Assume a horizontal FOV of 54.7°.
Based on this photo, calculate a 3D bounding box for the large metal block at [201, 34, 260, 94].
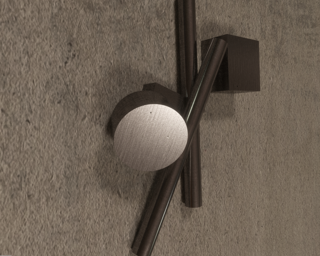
[{"bbox_3d":[0.111,-0.096,0.484,0.081,0.050,0.079,-4,93,-40],"label":"large metal block"}]

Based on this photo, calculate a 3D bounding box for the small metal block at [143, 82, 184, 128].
[{"bbox_3d":[0.000,-0.026,0.407,0.050,0.025,0.050,21,77,-38],"label":"small metal block"}]

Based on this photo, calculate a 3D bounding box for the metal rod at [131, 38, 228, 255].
[{"bbox_3d":[0.029,0.020,0.409,0.025,0.025,0.299,27,80,-37],"label":"metal rod"}]

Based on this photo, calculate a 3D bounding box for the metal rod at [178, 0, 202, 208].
[{"bbox_3d":[0.043,-0.037,0.442,0.025,0.025,0.298,-4,93,-40],"label":"metal rod"}]

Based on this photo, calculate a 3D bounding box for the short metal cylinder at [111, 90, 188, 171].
[{"bbox_3d":[-0.014,0.002,0.355,0.081,0.050,0.079,-5,114,-11],"label":"short metal cylinder"}]
